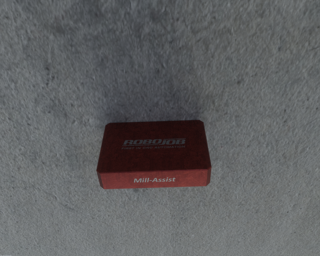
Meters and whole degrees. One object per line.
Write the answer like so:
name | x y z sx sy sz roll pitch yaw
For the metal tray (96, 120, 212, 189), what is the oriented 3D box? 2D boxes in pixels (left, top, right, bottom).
metal tray | -0.007 0.031 0.390 0.131 0.090 0.030 -2 130 1
